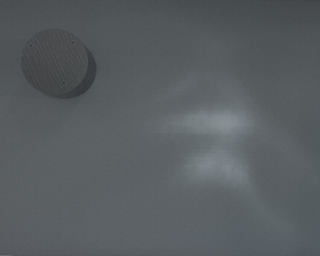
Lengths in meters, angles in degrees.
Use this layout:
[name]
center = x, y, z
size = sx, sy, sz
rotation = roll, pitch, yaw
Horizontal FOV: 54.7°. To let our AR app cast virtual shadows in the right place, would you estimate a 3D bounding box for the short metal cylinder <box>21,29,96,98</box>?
[short metal cylinder]
center = -0.127, -0.080, 0.397
size = 0.081, 0.050, 0.079
rotation = 0, 90, -1
